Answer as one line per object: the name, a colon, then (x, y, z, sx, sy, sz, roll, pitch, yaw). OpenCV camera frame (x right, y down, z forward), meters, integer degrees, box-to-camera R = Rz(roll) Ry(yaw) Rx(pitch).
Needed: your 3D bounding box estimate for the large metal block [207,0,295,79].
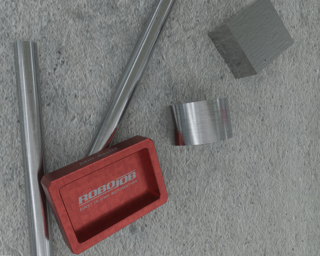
large metal block: (0.130, -0.129, 0.445, 0.080, 0.050, 0.080, -40, 103, -16)

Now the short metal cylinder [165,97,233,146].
short metal cylinder: (0.050, -0.009, 0.400, 0.081, 0.080, 0.050, -10, 94, -20)

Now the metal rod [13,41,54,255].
metal rod: (-0.143, 0.053, 0.356, 0.025, 0.025, 0.298, -5, 92, -20)

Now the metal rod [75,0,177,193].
metal rod: (-0.039, -0.060, 0.395, 0.025, 0.025, 0.299, 26, 81, -19)

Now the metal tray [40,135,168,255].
metal tray: (-0.059, 0.073, 0.364, 0.131, 0.030, 0.089, -24, 109, -29)
